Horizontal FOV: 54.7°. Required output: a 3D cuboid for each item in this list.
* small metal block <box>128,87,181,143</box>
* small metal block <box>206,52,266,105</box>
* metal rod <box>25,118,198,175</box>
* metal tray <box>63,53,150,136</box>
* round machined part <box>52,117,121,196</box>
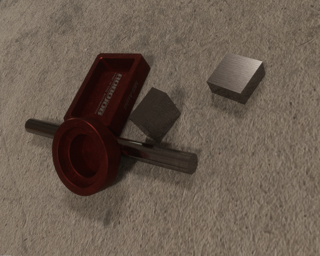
[{"bbox_3d":[-0.005,-0.016,0.399,0.025,0.050,0.050,29,77,37],"label":"small metal block"},{"bbox_3d":[0.096,-0.064,0.392,0.050,0.025,0.050,28,77,37],"label":"small metal block"},{"bbox_3d":[-0.088,0.019,0.436,0.300,0.025,0.025,10,67,32],"label":"metal rod"},{"bbox_3d":[-0.080,-0.054,0.473,0.090,0.030,0.130,9,66,31],"label":"metal tray"},{"bbox_3d":[-0.090,0.034,0.398,0.098,0.042,0.097,5,99,33],"label":"round machined part"}]
